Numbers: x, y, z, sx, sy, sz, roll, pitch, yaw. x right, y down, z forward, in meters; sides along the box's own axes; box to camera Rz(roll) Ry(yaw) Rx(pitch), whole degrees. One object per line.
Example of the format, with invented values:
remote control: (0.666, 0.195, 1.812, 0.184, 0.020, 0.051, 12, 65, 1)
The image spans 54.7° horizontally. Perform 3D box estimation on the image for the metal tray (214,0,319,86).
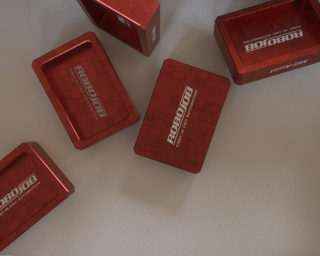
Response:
metal tray: (0.145, -0.115, 0.393, 0.131, 0.030, 0.090, -17, 69, -1)

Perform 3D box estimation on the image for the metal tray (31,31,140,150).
metal tray: (-0.095, -0.047, 0.407, 0.090, 0.030, 0.130, -28, 90, 0)

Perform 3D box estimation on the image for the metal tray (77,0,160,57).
metal tray: (-0.046, -0.131, 0.358, 0.090, 0.130, 0.030, 31, 90, 0)

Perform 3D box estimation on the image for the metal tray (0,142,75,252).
metal tray: (-0.192, 0.091, 0.407, 0.130, 0.030, 0.090, -39, 90, 0)

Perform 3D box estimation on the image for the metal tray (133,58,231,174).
metal tray: (0.028, -0.015, 0.409, 0.090, 0.030, 0.129, 19, 90, 0)
